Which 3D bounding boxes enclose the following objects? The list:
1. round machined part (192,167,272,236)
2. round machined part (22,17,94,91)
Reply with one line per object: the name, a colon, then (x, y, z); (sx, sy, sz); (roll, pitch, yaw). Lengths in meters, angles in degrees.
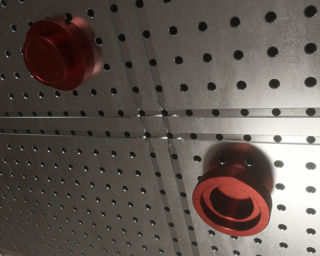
round machined part: (0.096, 0.091, 0.405); (0.098, 0.042, 0.097); (13, 124, 20)
round machined part: (-0.142, -0.094, 0.415); (0.098, 0.042, 0.097); (13, 124, 20)
